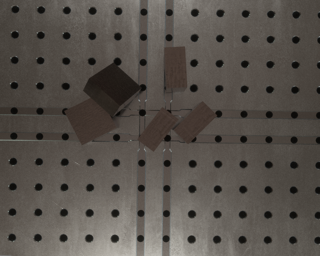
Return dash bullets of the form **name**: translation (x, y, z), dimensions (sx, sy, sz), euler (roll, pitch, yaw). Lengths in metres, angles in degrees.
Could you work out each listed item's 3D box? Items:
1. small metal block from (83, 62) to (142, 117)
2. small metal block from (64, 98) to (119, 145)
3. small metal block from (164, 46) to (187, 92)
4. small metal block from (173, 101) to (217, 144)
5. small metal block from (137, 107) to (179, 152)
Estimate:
- **small metal block**: translation (-0.060, -0.050, 0.399), dimensions (0.050, 0.025, 0.050), euler (42, 46, 0)
- **small metal block**: translation (-0.090, -0.011, 0.412), dimensions (0.050, 0.025, 0.050), euler (-27, 90, -1)
- **small metal block**: translation (0.019, -0.074, 0.401), dimensions (0.025, 0.050, 0.050), euler (-3, 90, 0)
- **small metal block**: translation (0.043, -0.007, 0.402), dimensions (0.050, 0.050, 0.025), euler (-45, 91, 0)
- **small metal block**: translation (-0.003, 0.002, 0.401), dimensions (0.025, 0.050, 0.050), euler (38, 90, -1)
